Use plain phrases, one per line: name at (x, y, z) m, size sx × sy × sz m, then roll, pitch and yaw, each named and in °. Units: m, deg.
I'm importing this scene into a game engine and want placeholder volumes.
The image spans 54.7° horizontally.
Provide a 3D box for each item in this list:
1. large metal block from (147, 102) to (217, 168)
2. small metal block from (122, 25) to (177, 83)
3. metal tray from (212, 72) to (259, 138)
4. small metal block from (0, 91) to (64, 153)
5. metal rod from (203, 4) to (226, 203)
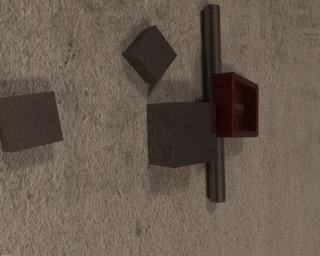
large metal block at (0.031, 0.007, 0.416) m, size 0.081 × 0.050 × 0.079 m, roll -3°, pitch 92°, yaw -40°
small metal block at (-0.012, -0.094, 0.396) m, size 0.050 × 0.025 × 0.050 m, roll 49°, pitch 61°, yaw -29°
metal tray at (0.120, -0.030, 0.479) m, size 0.131 × 0.030 × 0.089 m, roll 3°, pitch 88°, yaw -57°
small metal block at (-0.127, -0.007, 0.299) m, size 0.050 × 0.025 × 0.050 m, roll -15°, pitch 100°, yaw -39°
metal rod at (0.084, -0.036, 0.477) m, size 0.025 × 0.025 × 0.298 m, roll -4°, pitch 93°, yaw -40°
